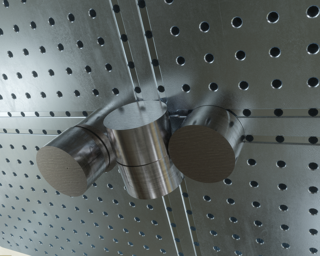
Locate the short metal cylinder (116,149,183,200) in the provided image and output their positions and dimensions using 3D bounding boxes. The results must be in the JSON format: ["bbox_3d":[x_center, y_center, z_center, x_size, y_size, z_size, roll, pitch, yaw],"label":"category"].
[{"bbox_3d":[-0.013,0.049,0.413,0.080,0.080,0.050,-1,118,29],"label":"short metal cylinder"}]

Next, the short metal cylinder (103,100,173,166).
[{"bbox_3d":[-0.025,0.004,0.392,0.080,0.080,0.050,1,120,28],"label":"short metal cylinder"}]

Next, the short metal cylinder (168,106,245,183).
[{"bbox_3d":[0.057,0.019,0.376,0.080,0.050,0.079,13,124,20],"label":"short metal cylinder"}]

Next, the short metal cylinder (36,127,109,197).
[{"bbox_3d":[-0.117,0.045,0.418,0.080,0.050,0.079,13,124,21],"label":"short metal cylinder"}]

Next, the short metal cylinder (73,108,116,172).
[{"bbox_3d":[-0.085,0.018,0.451,0.080,0.050,0.079,13,124,20],"label":"short metal cylinder"}]
